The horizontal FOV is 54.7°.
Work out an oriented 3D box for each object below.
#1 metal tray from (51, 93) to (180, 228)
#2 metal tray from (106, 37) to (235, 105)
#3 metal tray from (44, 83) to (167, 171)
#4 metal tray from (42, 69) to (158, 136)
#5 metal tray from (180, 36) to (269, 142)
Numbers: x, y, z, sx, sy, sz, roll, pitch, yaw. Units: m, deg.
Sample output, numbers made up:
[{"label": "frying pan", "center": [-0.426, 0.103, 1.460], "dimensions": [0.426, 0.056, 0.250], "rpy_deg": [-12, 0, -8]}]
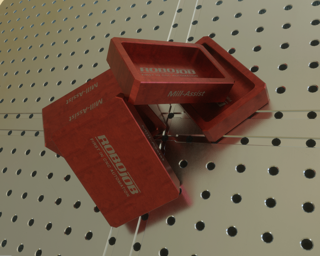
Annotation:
[{"label": "metal tray", "center": [-0.047, 0.038, 0.349], "dimensions": [0.090, 0.130, 0.030], "rpy_deg": [-29, 11, 10]}, {"label": "metal tray", "center": [0.012, -0.069, 0.370], "dimensions": [0.131, 0.030, 0.090], "rpy_deg": [-4, 45, -29]}, {"label": "metal tray", "center": [-0.069, 0.000, 0.399], "dimensions": [0.130, 0.090, 0.030], "rpy_deg": [-29, 52, 10]}, {"label": "metal tray", "center": [-0.078, -0.022, 0.418], "dimensions": [0.130, 0.090, 0.030], "rpy_deg": [-29, 52, 10]}, {"label": "metal tray", "center": [0.064, -0.055, 0.403], "dimensions": [0.090, 0.030, 0.130], "rpy_deg": [-37, 51, 3]}]
